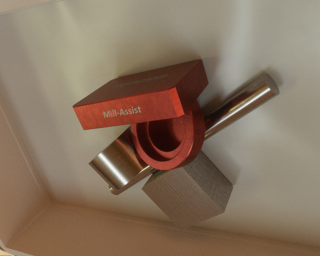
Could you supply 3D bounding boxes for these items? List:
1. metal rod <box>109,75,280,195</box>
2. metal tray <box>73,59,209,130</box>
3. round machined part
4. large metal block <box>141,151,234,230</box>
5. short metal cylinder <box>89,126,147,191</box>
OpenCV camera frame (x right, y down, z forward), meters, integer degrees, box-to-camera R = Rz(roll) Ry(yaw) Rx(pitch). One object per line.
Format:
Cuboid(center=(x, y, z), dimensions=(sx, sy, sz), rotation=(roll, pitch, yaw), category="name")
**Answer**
Cuboid(center=(0.021, 0.026, 0.410), dimensions=(0.025, 0.025, 0.299), rotation=(48, 128, -6), category="metal rod")
Cuboid(center=(-0.021, -0.037, 0.350), dimensions=(0.130, 0.090, 0.030), rotation=(-7, 115, 30), category="metal tray")
Cuboid(center=(0.014, -0.001, 0.369), dimensions=(0.098, 0.042, 0.097), rotation=(4, 96, 42), category="round machined part")
Cuboid(center=(0.037, 0.081, 0.418), dimensions=(0.080, 0.050, 0.080), rotation=(48, 129, -6), category="large metal block")
Cuboid(center=(-0.049, 0.038, 0.419), dimensions=(0.050, 0.080, 0.080), rotation=(48, 129, -5), category="short metal cylinder")
